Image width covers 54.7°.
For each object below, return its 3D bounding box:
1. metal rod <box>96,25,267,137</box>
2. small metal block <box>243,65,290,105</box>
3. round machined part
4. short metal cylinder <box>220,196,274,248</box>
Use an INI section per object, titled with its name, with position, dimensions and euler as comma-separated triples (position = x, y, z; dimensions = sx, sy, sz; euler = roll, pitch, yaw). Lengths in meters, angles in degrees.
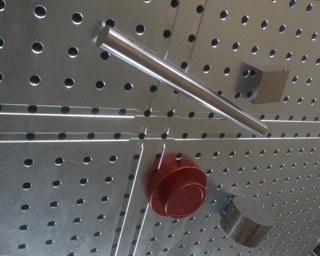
[metal rod]
position = 0.051, -0.046, 0.410
dimensions = 0.302, 0.025, 0.025
euler = 24, 106, -37
[small metal block]
position = 0.157, -0.064, 0.457
dimensions = 0.050, 0.025, 0.050
euler = -7, 122, -25
[round machined part]
position = 0.031, 0.100, 0.479
dimensions = 0.099, 0.042, 0.097
euler = -14, 124, -21
[short metal cylinder]
position = 0.158, 0.170, 0.567
dimensions = 0.081, 0.080, 0.050
euler = 12, 112, -34
